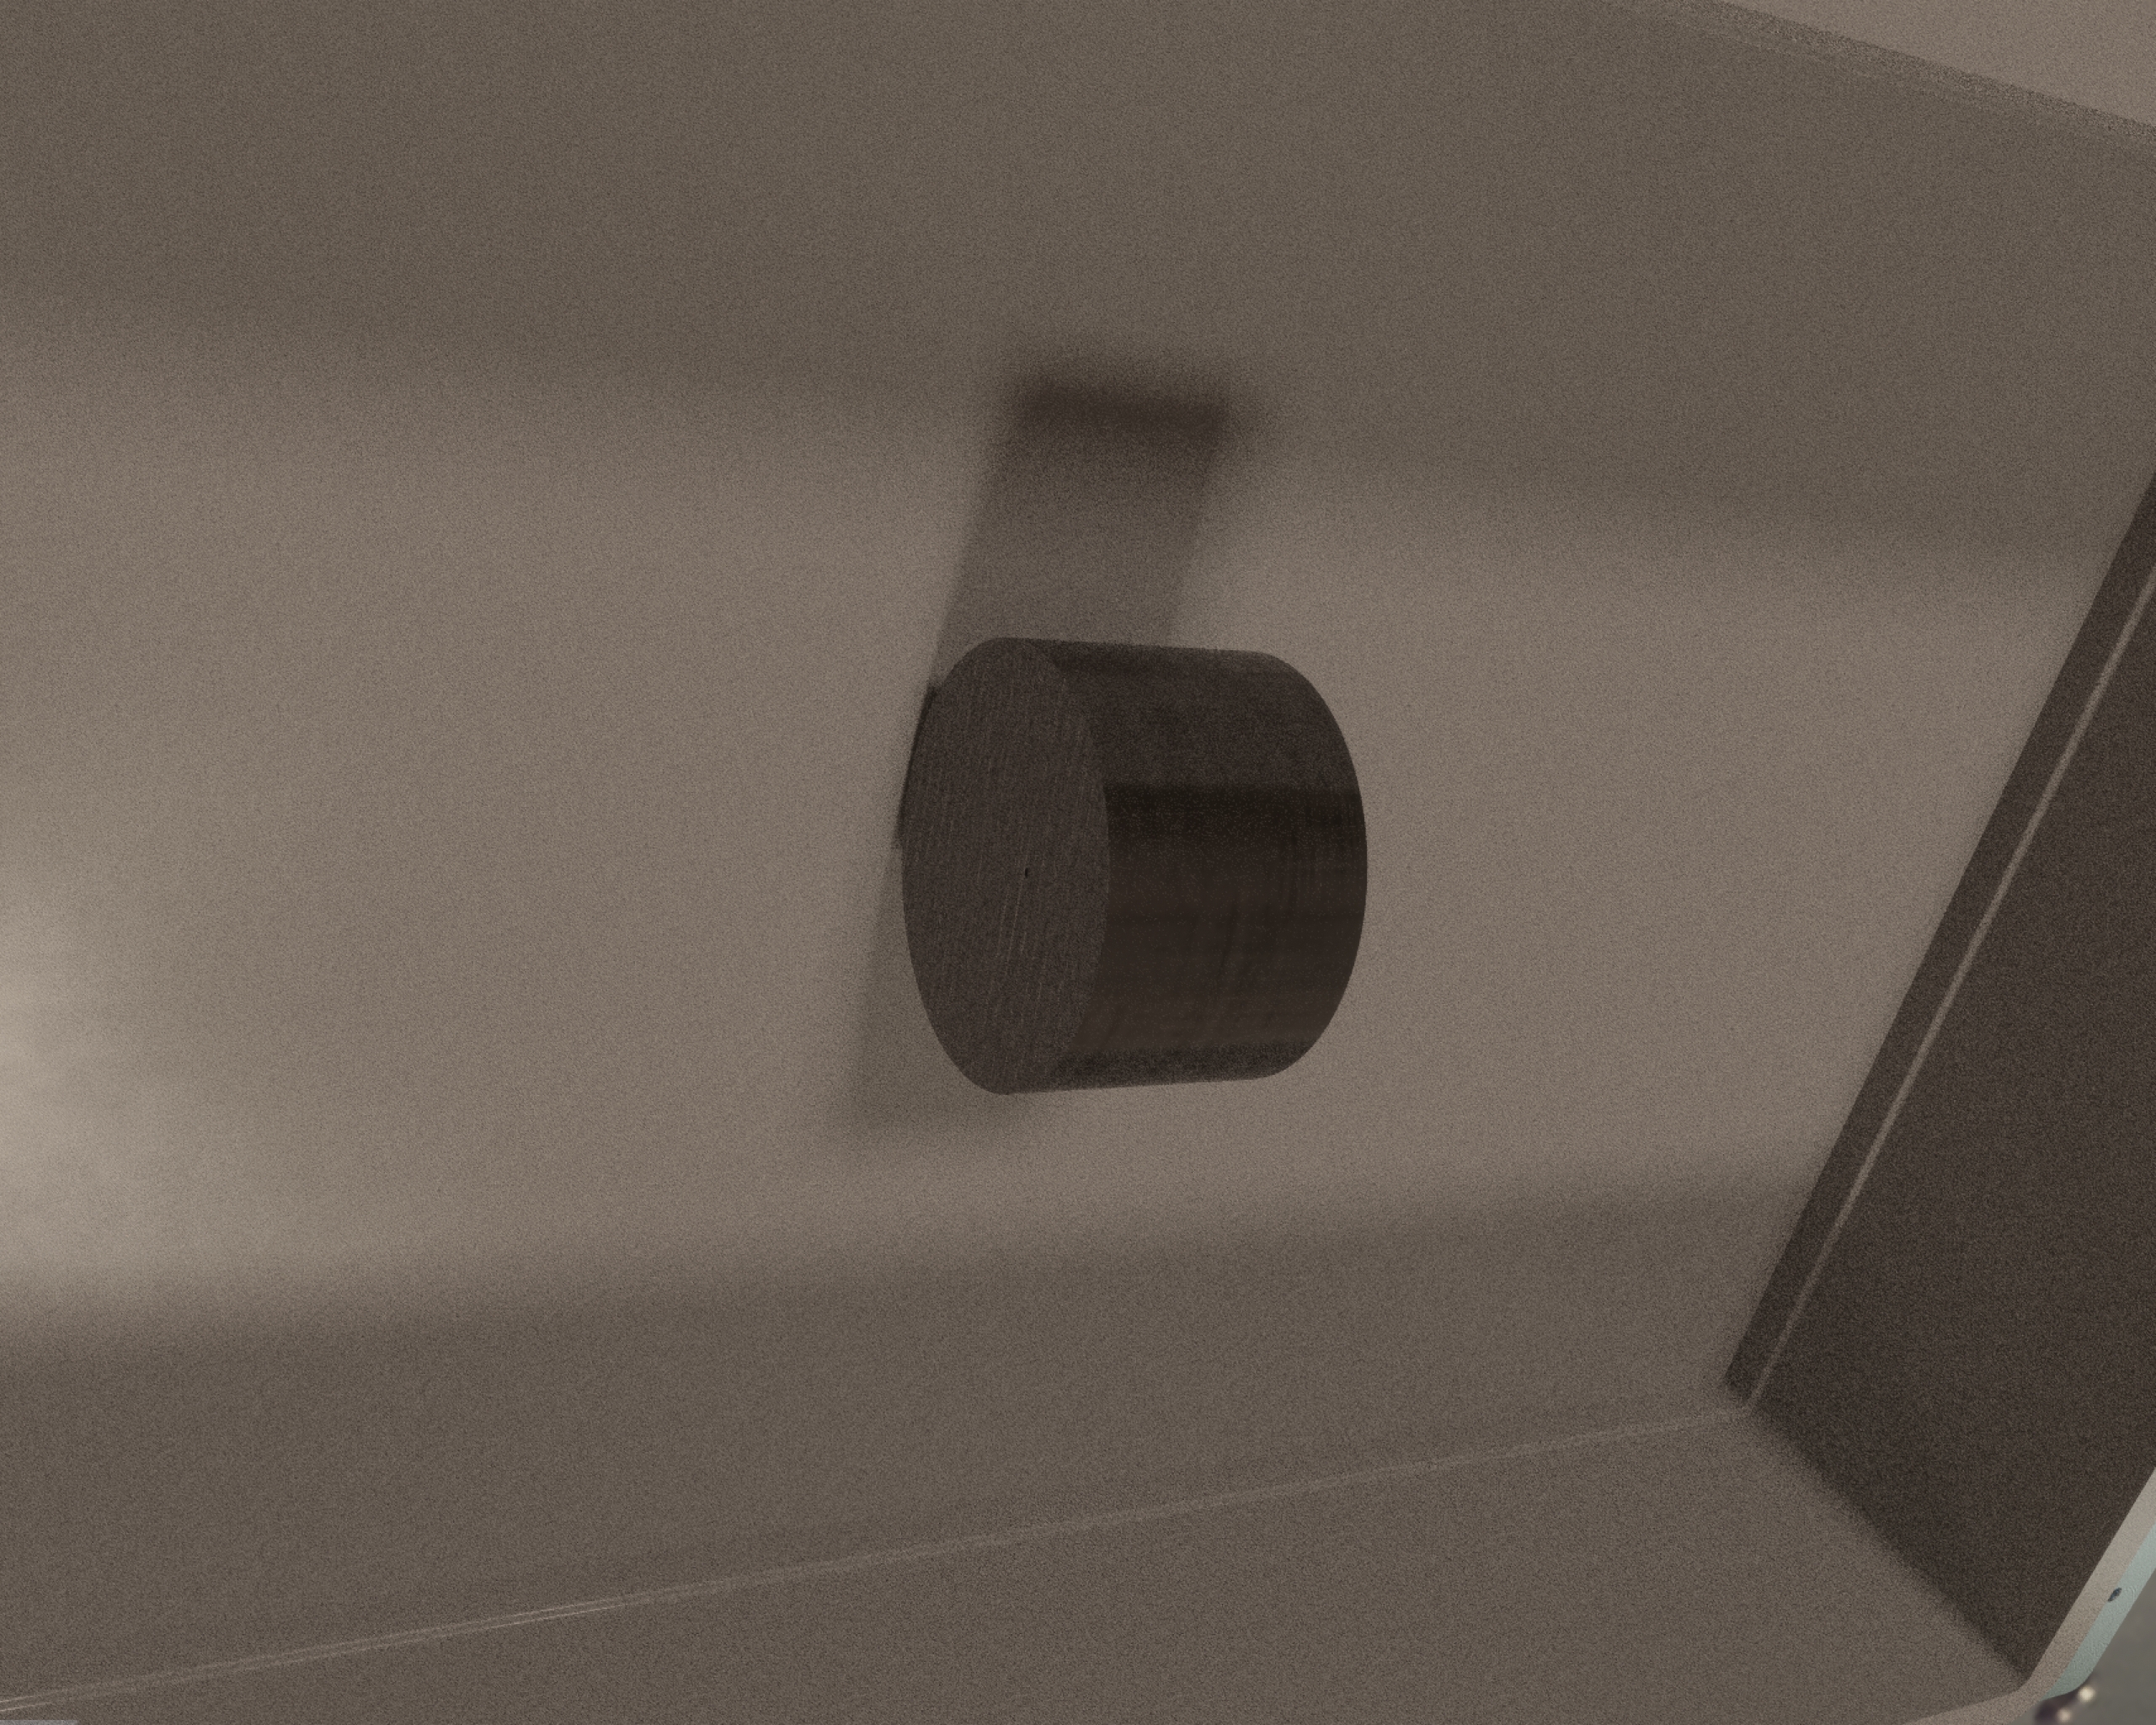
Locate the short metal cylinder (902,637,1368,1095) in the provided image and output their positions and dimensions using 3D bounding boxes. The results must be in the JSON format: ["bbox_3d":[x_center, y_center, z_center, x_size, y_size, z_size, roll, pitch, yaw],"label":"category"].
[{"bbox_3d":[0.008,0.001,0.376,0.050,0.080,0.079,0,118,-29],"label":"short metal cylinder"}]
